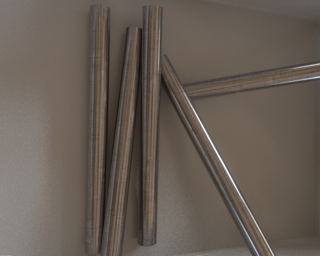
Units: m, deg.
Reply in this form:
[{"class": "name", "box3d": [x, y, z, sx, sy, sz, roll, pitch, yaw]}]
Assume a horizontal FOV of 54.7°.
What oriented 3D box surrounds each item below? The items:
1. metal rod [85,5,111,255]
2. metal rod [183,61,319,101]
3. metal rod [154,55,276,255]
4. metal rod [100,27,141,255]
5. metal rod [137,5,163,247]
[{"class": "metal rod", "box3d": [-0.077, 0.002, 0.382, 0.025, 0.025, 0.298, 1, 90, -20]}, {"class": "metal rod", "box3d": [0.180, -0.071, 0.409, 0.301, 0.025, 0.025, -9, 94, 6]}, {"class": "metal rod", "box3d": [0.066, 0.041, 0.388, 0.025, 0.025, 0.299, -24, 80, -18]}, {"class": "metal rod", "box3d": [-0.046, 0.023, 0.381, 0.025, 0.025, 0.298, 8, 83, -20]}, {"class": "metal rod", "box3d": [-0.013, 0.001, 0.393, 0.025, 0.025, 0.298, 0, 95, -20]}]
